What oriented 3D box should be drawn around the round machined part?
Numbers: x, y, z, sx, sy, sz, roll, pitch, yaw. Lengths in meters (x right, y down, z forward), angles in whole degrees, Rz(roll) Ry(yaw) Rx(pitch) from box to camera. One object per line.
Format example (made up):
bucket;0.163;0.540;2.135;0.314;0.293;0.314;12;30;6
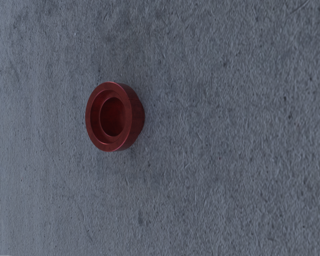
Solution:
round machined part;-0.060;-0.016;0.445;0.098;0.042;0.097;0;90;40
